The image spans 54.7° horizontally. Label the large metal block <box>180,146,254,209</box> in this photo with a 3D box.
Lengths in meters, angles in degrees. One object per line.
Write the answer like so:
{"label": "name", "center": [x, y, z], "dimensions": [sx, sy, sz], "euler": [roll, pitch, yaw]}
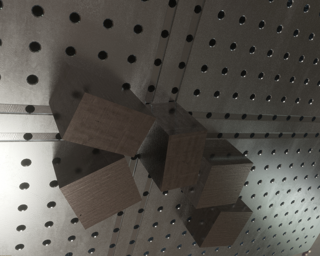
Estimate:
{"label": "large metal block", "center": [0.089, 0.077, 0.494], "dimensions": [0.081, 0.050, 0.079], "euler": [1, 118, -29]}

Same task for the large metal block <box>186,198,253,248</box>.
{"label": "large metal block", "center": [0.106, 0.165, 0.558], "dimensions": [0.081, 0.050, 0.079], "euler": [11, 113, -34]}

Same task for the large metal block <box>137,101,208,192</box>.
{"label": "large metal block", "center": [0.011, 0.021, 0.396], "dimensions": [0.050, 0.080, 0.079], "euler": [-8, 122, -25]}

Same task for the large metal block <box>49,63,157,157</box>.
{"label": "large metal block", "center": [-0.064, -0.019, 0.330], "dimensions": [0.080, 0.080, 0.050], "euler": [19, 108, -36]}

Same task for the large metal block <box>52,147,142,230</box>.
{"label": "large metal block", "center": [-0.078, 0.070, 0.397], "dimensions": [0.080, 0.050, 0.080], "euler": [-25, 128, -13]}
